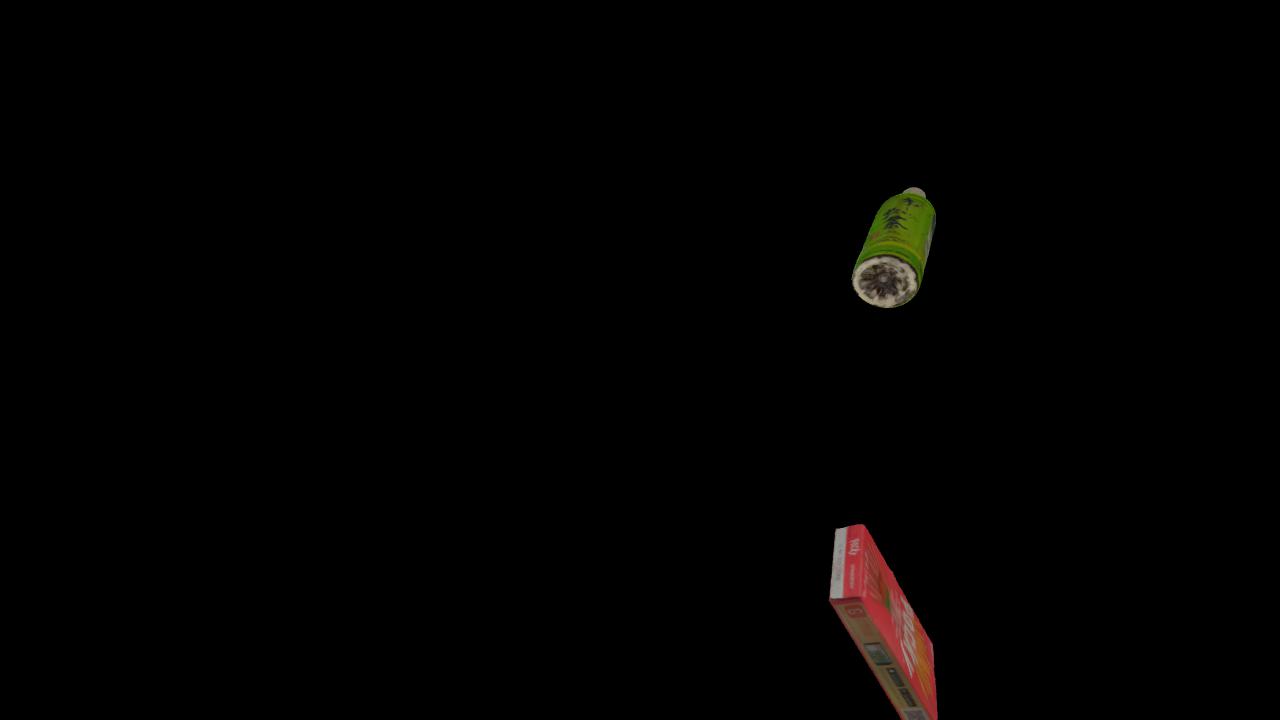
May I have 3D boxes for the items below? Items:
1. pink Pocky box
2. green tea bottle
[{"bbox_3d":[0.209,0.226,0.525,0.029,0.155,0.084,-23,17,31],"label":"pink Pocky box"},{"bbox_3d":[0.304,-0.143,0.717,0.073,0.073,0.212,0,35,34],"label":"green tea bottle"}]
